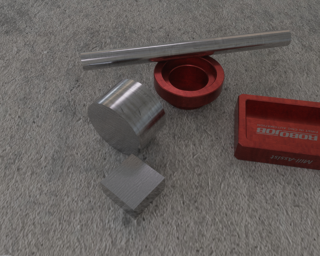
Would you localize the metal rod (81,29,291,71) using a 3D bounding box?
[{"bbox_3d":[0.042,-0.113,0.443,0.302,0.025,0.025,-9,51,-8],"label":"metal rod"}]

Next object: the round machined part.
[{"bbox_3d":[0.041,-0.064,0.447,0.099,0.042,0.098,0,50,0],"label":"round machined part"}]

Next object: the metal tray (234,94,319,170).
[{"bbox_3d":[0.164,0.004,0.397,0.131,0.030,0.090,7,50,6],"label":"metal tray"}]

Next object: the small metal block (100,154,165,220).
[{"bbox_3d":[-0.030,0.065,0.349,0.050,0.025,0.050,33,57,25],"label":"small metal block"}]

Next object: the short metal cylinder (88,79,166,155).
[{"bbox_3d":[-0.040,-0.012,0.378,0.080,0.080,0.050,29,56,22],"label":"short metal cylinder"}]
